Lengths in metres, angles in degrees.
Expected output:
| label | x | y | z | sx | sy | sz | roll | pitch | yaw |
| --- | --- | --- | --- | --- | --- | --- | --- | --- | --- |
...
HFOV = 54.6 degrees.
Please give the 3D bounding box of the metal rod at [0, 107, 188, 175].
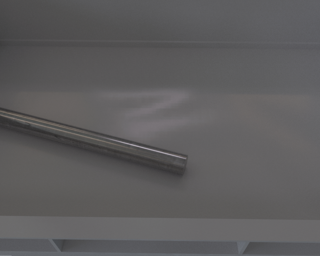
| label | x | y | z | sx | sy | sz | roll | pitch | yaw |
| --- | --- | --- | --- | --- | --- | --- | --- | --- | --- |
| metal rod | -0.113 | 0.009 | 0.396 | 0.301 | 0.025 | 0.025 | 14 | 51 | 11 |
